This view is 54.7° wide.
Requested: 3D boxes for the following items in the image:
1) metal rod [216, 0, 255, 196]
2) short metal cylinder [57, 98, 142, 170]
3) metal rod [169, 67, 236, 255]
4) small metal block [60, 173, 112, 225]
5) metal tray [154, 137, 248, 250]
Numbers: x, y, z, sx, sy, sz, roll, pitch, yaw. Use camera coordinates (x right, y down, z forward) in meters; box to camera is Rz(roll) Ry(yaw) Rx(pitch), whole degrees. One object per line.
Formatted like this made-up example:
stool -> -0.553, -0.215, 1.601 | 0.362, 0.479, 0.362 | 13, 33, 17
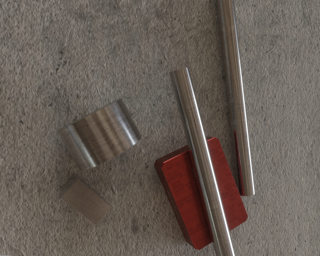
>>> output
metal rod -> 0.109, -0.051, 0.449 | 0.025, 0.025, 0.298 | -8, 93, -20
short metal cylinder -> -0.068, 0.006, 0.355 | 0.080, 0.080, 0.050 | -30, 100, -18
metal rod -> 0.061, 0.072, 0.399 | 0.025, 0.025, 0.298 | -17, 96, -19
small metal block -> -0.089, 0.082, 0.363 | 0.050, 0.050, 0.025 | 45, 76, -15
metal tray -> 0.058, 0.087, 0.428 | 0.091, 0.030, 0.129 | -25, 98, -18
